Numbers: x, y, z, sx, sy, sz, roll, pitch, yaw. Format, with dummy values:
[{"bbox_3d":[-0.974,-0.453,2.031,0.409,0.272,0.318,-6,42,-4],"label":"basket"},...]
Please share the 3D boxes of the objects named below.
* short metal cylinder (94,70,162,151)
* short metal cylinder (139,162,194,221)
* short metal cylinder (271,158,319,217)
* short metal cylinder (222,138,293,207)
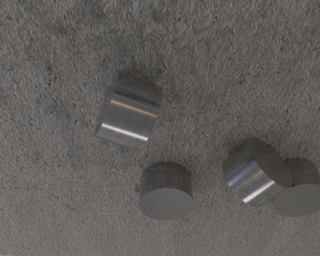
[{"bbox_3d":[-0.037,-0.019,0.354,0.050,0.080,0.079,20,127,-16],"label":"short metal cylinder"},{"bbox_3d":[0.009,0.097,0.474,0.081,0.050,0.079,0,130,0],"label":"short metal cylinder"},{"bbox_3d":[0.205,0.091,0.470,0.081,0.050,0.079,0,130,0],"label":"short metal cylinder"},{"bbox_3d":[0.132,0.060,0.423,0.080,0.080,0.050,28,125,-22],"label":"short metal cylinder"}]
